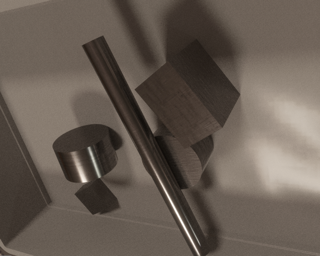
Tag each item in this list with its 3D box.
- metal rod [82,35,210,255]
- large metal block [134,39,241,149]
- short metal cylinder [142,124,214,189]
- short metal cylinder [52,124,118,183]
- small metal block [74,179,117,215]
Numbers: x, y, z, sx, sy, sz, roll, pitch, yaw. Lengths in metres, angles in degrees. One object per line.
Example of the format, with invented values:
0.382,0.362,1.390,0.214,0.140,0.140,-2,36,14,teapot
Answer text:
-0.007,0.036,0.369,0.025,0.025,0.299,-14,111,33,metal rod
0.033,-0.038,0.331,0.050,0.080,0.080,-34,99,38,large metal block
0.023,0.032,0.399,0.080,0.050,0.079,13,124,20,short metal cylinder
-0.107,0.035,0.449,0.080,0.080,0.050,1,119,27,short metal cylinder
-0.112,0.119,0.539,0.050,0.025,0.050,-31,102,37,small metal block
